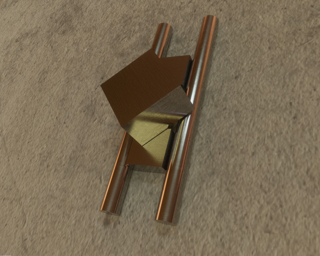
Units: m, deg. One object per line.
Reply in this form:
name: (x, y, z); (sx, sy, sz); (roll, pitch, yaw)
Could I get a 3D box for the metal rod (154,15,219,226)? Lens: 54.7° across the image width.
metal rod: (0.041, -0.028, 0.401); (0.025, 0.025, 0.300); (1, 62, 28)

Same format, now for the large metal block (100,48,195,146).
large metal block: (-0.016, -0.039, 0.386); (0.080, 0.050, 0.080); (-35, 52, 4)

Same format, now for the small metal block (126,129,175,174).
small metal block: (-0.009, 0.029, 0.390); (0.050, 0.025, 0.050); (1, 62, 28)

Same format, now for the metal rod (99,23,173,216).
metal rod: (-0.026, -0.029, 0.436); (0.025, 0.025, 0.300); (1, 62, 28)

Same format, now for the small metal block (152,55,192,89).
small metal block: (0.018, -0.074, 0.438); (0.050, 0.025, 0.050); (1, 62, 28)
